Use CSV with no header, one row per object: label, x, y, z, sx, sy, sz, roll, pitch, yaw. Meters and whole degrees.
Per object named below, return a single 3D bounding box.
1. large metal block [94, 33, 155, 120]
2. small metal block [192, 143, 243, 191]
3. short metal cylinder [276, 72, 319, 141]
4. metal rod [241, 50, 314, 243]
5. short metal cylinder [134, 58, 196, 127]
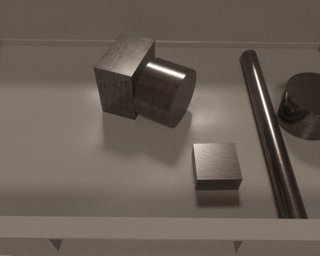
large metal block,-0.044,-0.071,0.429,0.050,0.080,0.080,16,52,12
small metal block,0.066,0.046,0.368,0.050,0.025,0.050,-1,50,-1
short metal cylinder,0.203,-0.030,0.416,0.081,0.050,0.080,0,50,0
metal rod,0.143,-0.003,0.409,0.025,0.025,0.300,1,50,0
short metal cylinder,0.008,-0.047,0.409,0.050,0.080,0.080,23,54,17
